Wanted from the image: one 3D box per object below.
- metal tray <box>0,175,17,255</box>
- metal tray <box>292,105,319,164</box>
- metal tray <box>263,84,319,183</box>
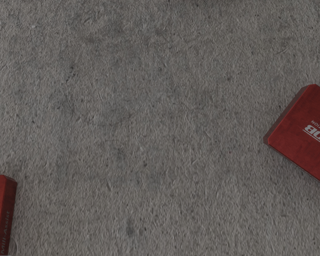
[{"bbox_3d":[-0.225,0.122,0.359,0.091,0.030,0.130,-1,70,-1],"label":"metal tray"},{"bbox_3d":[0.243,-0.016,0.413,0.131,0.030,0.090,-32,73,-11],"label":"metal tray"},{"bbox_3d":[0.207,0.019,0.376,0.130,0.030,0.090,36,94,6],"label":"metal tray"}]
